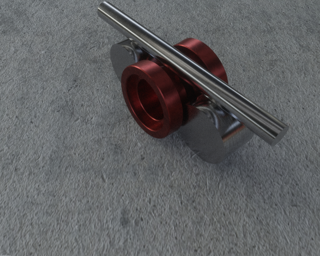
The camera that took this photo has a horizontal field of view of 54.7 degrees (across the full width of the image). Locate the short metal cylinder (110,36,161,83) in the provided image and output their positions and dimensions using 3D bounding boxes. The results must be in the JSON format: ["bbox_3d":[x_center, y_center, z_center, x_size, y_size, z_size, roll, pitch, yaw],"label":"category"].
[{"bbox_3d":[-0.028,-0.092,0.445,0.050,0.080,0.080,-32,57,-24],"label":"short metal cylinder"}]

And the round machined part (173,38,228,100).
[{"bbox_3d":[0.040,-0.066,0.413,0.042,0.098,0.098,-35,58,-20],"label":"round machined part"}]

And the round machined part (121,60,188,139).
[{"bbox_3d":[-0.003,-0.039,0.389,0.042,0.097,0.098,-30,56,-28],"label":"round machined part"}]

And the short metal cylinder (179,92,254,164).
[{"bbox_3d":[0.065,-0.004,0.373,0.050,0.080,0.080,-32,57,-24],"label":"short metal cylinder"}]

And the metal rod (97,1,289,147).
[{"bbox_3d":[0.018,-0.080,0.369,0.025,0.025,0.300,-33,58,-25],"label":"metal rod"}]
